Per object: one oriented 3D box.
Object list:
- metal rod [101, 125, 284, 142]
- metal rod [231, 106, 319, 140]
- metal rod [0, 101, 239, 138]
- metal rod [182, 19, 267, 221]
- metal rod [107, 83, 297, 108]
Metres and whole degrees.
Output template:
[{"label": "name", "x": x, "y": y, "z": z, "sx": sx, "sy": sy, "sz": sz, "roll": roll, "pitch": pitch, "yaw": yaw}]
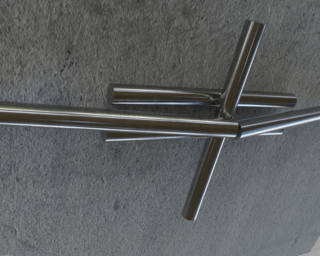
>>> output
[{"label": "metal rod", "x": 0.065, "y": 0.002, "z": 0.446, "sx": 0.303, "sy": 0.025, "sz": 0.025, "roll": -1, "pitch": 119, "yaw": -28}, {"label": "metal rod", "x": 0.217, "y": -0.016, "z": 0.487, "sx": 0.303, "sy": 0.025, "sz": 0.025, "roll": -9, "pitch": 123, "yaw": -36}, {"label": "metal rod", "x": -0.048, "y": -0.008, "z": 0.345, "sx": 0.302, "sy": 0.025, "sz": 0.025, "roll": 3, "pitch": 117, "yaw": -20}, {"label": "metal rod", "x": 0.079, "y": 0.006, "z": 0.425, "sx": 0.025, "sy": 0.025, "sz": 0.298, "roll": 0, "pitch": 119, "yaw": -29}, {"label": "metal rod", "x": 0.076, "y": -0.041, "z": 0.426, "sx": 0.303, "sy": 0.025, "sz": 0.025, "roll": -1, "pitch": 119, "yaw": -28}]
